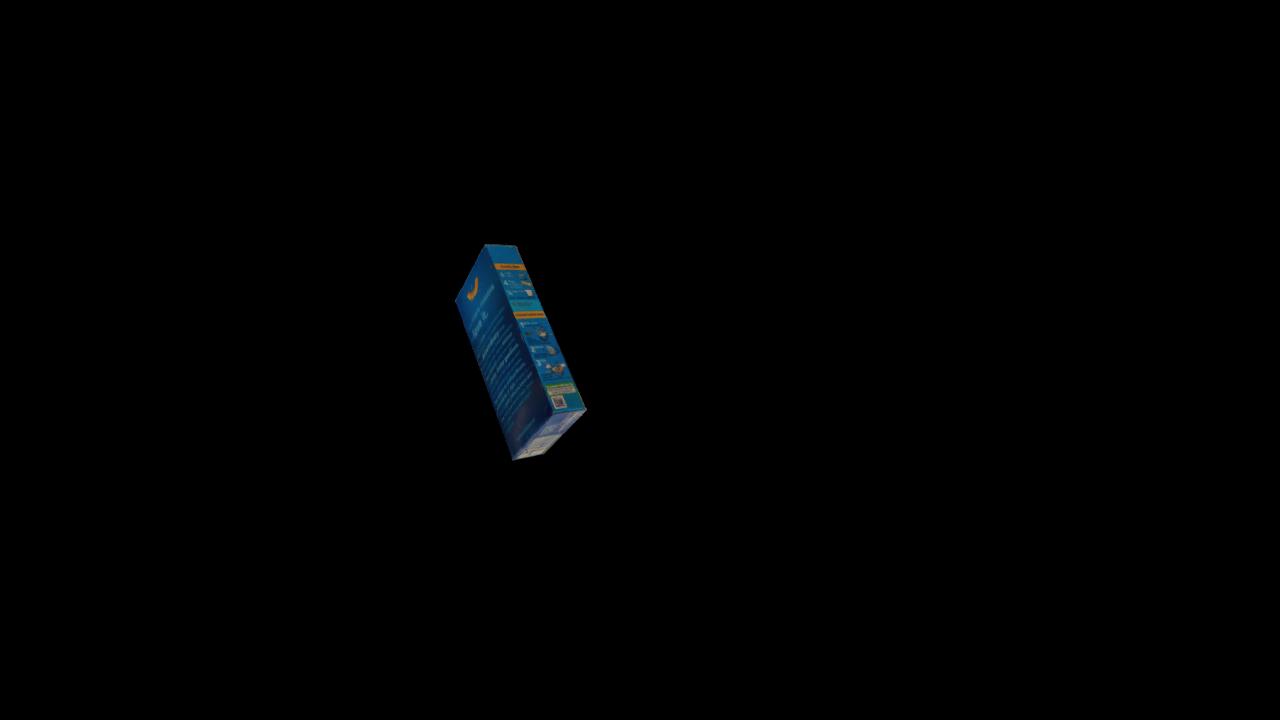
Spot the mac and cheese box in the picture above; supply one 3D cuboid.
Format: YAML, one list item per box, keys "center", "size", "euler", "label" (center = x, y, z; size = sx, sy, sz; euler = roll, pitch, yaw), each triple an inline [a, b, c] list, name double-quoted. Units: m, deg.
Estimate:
- center: [-0.117, -0.009, 0.576]
  size: [0.041, 0.184, 0.093]
  euler: [-6, -29, -39]
  label: "mac and cheese box"
